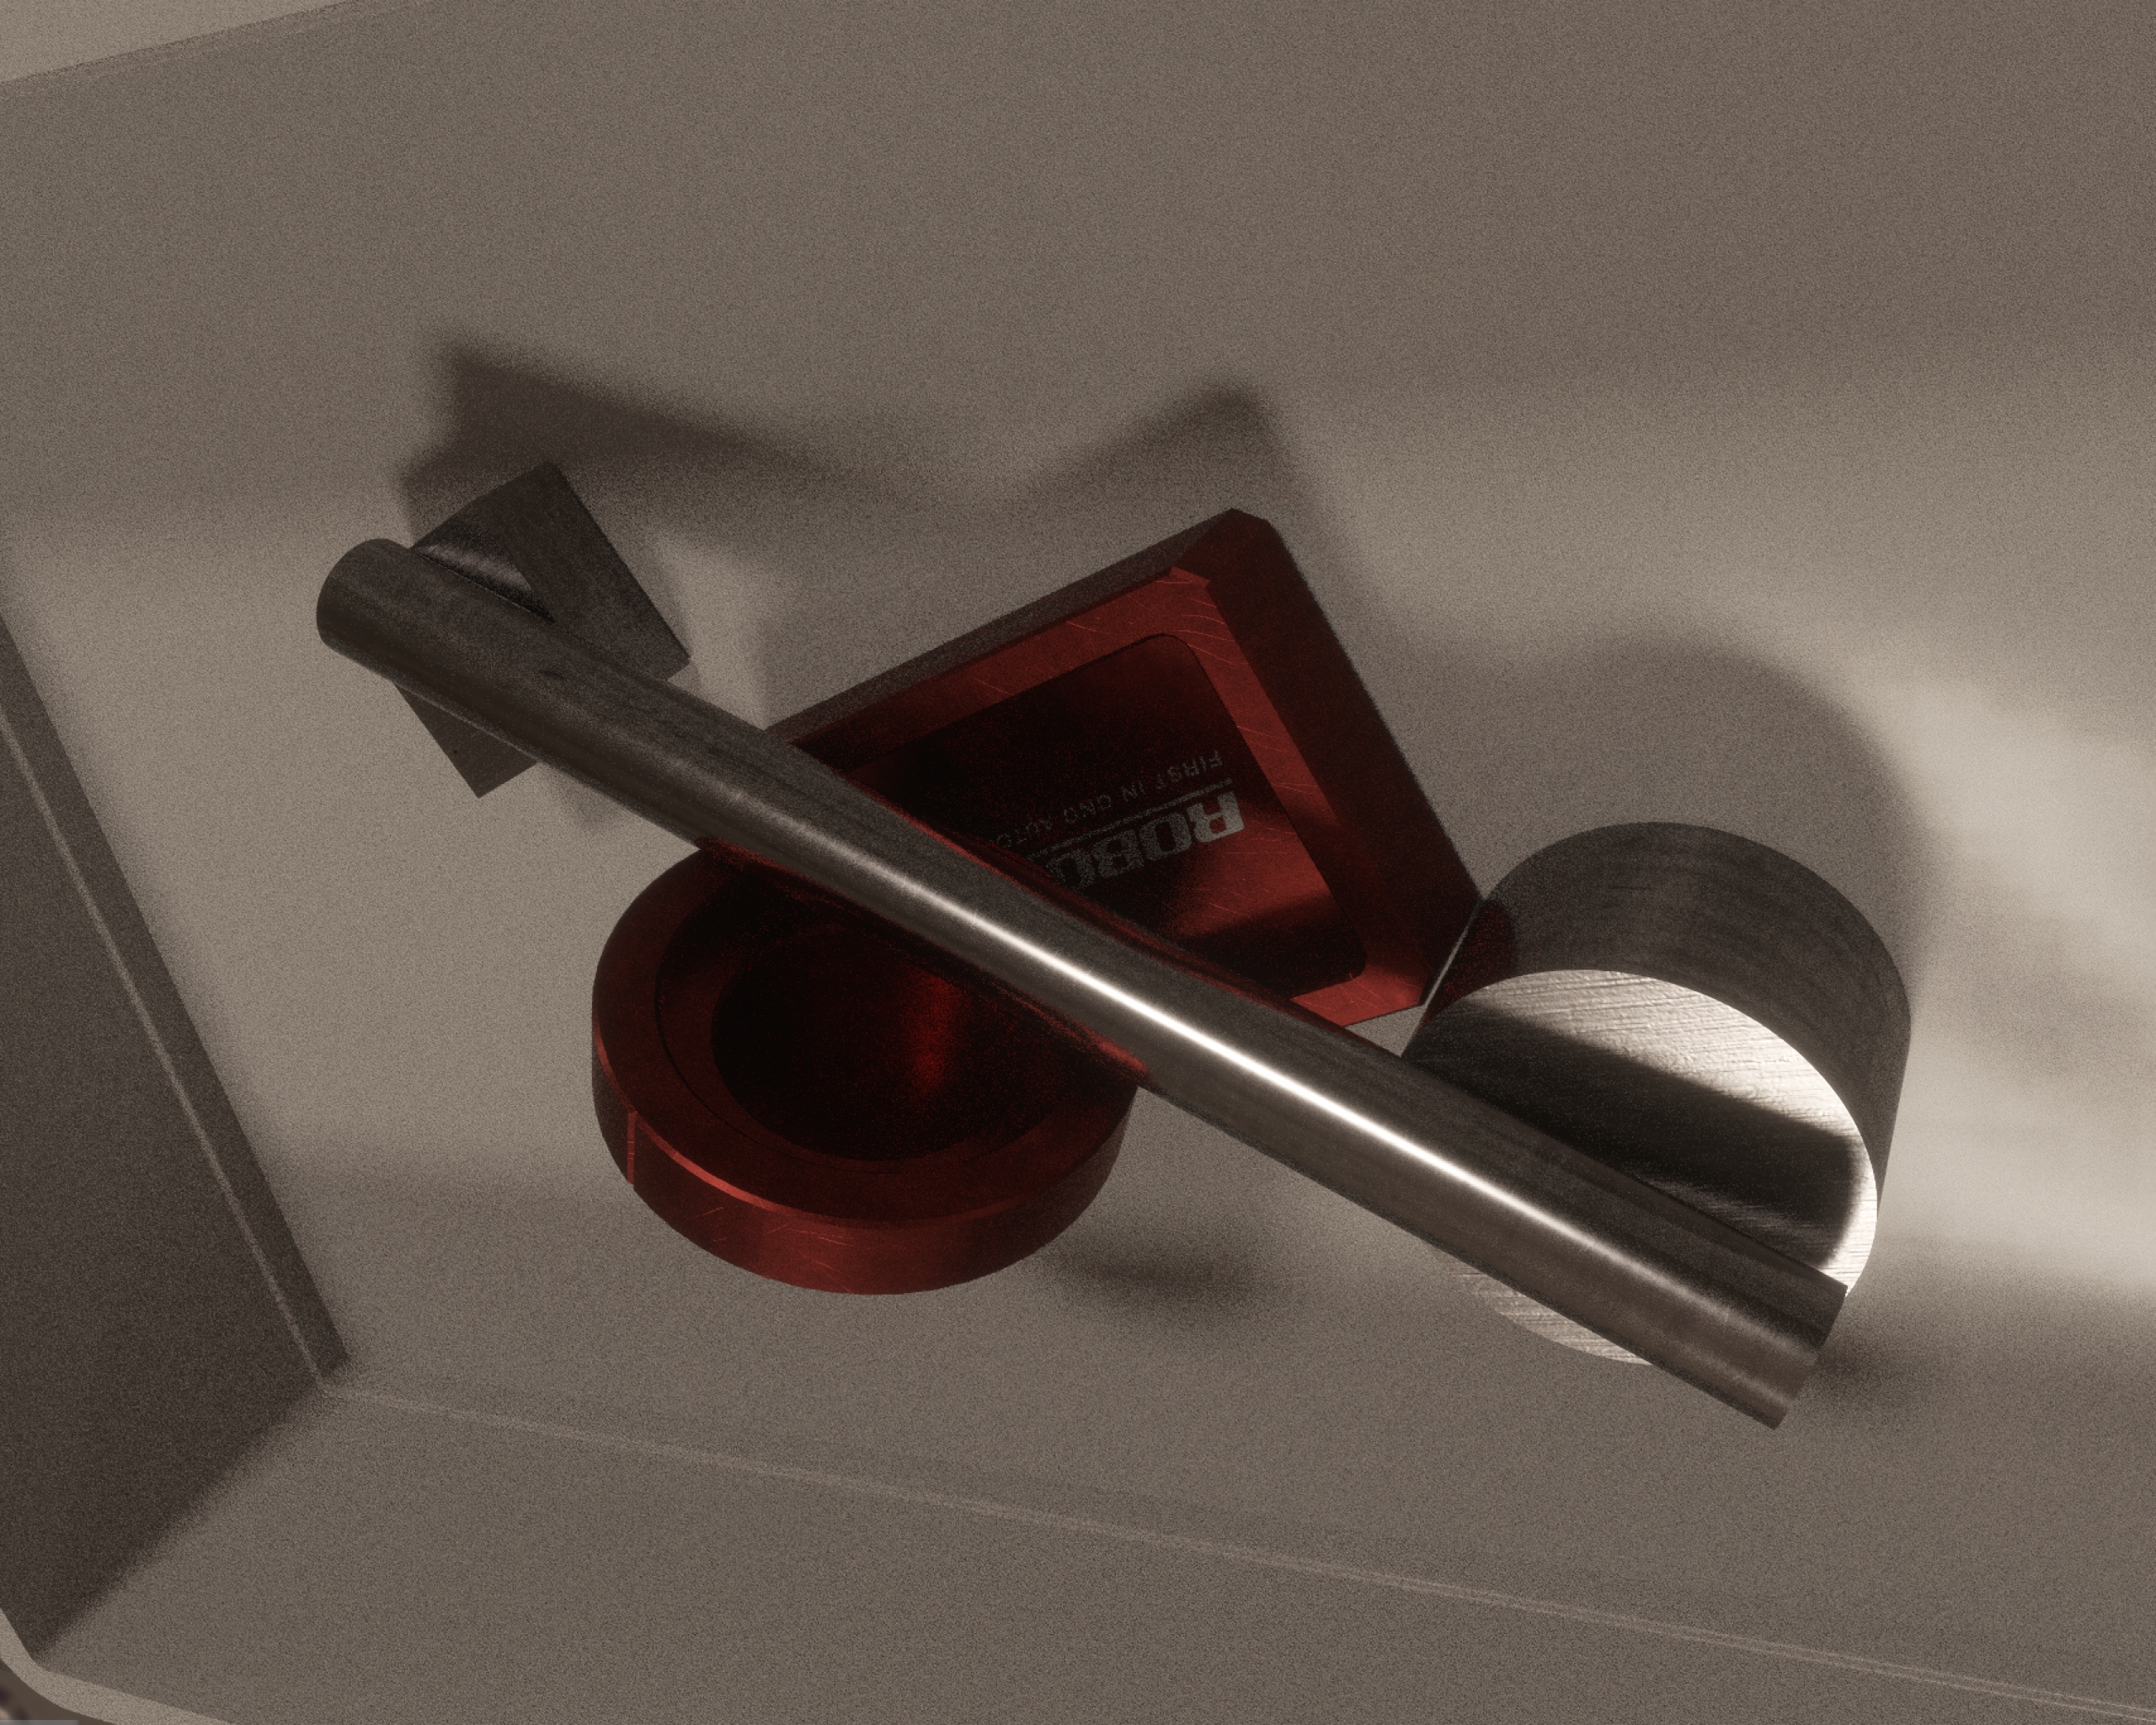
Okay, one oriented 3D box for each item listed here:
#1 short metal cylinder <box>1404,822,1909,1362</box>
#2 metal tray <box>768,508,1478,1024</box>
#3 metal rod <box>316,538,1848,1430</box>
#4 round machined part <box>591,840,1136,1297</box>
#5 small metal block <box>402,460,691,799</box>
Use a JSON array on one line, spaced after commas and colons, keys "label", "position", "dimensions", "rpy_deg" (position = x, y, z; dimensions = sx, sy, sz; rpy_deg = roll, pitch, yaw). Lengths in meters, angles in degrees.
[{"label": "short metal cylinder", "position": [0.099, 0.040, 0.362], "dimensions": [0.080, 0.050, 0.079], "rpy_deg": [13, 124, 20]}, {"label": "metal tray", "position": [-0.002, -0.002, 0.401], "dimensions": [0.130, 0.030, 0.090], "rpy_deg": [-21, 108, 35]}, {"label": "metal rod", "position": [-0.015, 0.011, 0.367], "dimensions": [0.301, 0.025, 0.025], "rpy_deg": [27, 128, 19]}, {"label": "round machined part", "position": [-0.040, 0.039, 0.386], "dimensions": [0.098, 0.098, 0.042], "rpy_deg": [25, 135, 12]}, {"label": "small metal block", "position": [-0.119, -0.048, 0.437], "dimensions": [0.050, 0.025, 0.050], "rpy_deg": [-24, 106, 36]}]
